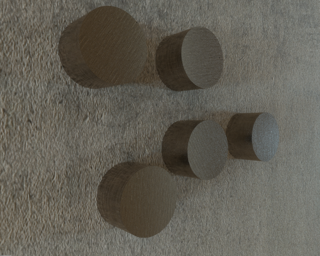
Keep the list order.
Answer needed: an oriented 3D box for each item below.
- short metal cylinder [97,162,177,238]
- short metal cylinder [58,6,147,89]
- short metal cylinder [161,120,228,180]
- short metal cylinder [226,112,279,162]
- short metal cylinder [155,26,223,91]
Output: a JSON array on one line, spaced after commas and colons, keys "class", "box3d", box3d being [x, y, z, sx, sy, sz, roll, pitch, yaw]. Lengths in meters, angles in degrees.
[{"class": "short metal cylinder", "box3d": [-0.027, 0.082, 0.366, 0.081, 0.050, 0.080, 0, 90, -40]}, {"class": "short metal cylinder", "box3d": [-0.061, -0.085, 0.337, 0.081, 0.050, 0.080, 0, 90, -40]}, {"class": "short metal cylinder", "box3d": [0.049, 0.029, 0.429, 0.081, 0.050, 0.080, 0, 90, -40]}, {"class": "short metal cylinder", "box3d": [0.155, 0.014, 0.518, 0.081, 0.050, 0.080, 0, 90, -40]}, {"class": "short metal cylinder", "box3d": [0.041, -0.092, 0.422, 0.081, 0.050, 0.080, 0, 90, -40]}]
